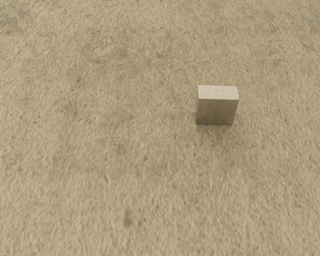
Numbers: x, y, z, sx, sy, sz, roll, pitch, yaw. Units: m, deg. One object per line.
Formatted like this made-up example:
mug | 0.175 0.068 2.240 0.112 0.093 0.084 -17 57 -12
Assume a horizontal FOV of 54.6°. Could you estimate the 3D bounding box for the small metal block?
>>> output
small metal block | 0.074 -0.029 0.412 0.050 0.050 0.025 2 50 2
